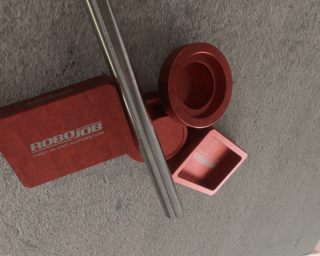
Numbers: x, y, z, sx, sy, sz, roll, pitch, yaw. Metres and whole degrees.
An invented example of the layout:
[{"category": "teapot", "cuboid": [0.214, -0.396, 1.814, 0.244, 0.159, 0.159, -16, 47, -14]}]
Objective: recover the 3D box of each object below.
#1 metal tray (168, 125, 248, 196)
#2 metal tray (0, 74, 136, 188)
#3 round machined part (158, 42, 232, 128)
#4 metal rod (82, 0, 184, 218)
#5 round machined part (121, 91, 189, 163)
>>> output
[{"category": "metal tray", "cuboid": [0.068, 0.047, 0.457, 0.090, 0.030, 0.130, -51, 139, 8]}, {"category": "metal tray", "cuboid": [-0.101, 0.004, 0.338, 0.131, 0.030, 0.090, -20, 124, -6]}, {"category": "round machined part", "cuboid": [0.037, -0.051, 0.373, 0.099, 0.042, 0.097, -6, 100, -34]}, {"category": "metal rod", "cuboid": [-0.026, -0.022, 0.337, 0.025, 0.025, 0.298, -25, 114, -13]}, {"category": "round machined part", "cuboid": [-0.004, 0.005, 0.399, 0.099, 0.042, 0.097, -14, 124, -21]}]
